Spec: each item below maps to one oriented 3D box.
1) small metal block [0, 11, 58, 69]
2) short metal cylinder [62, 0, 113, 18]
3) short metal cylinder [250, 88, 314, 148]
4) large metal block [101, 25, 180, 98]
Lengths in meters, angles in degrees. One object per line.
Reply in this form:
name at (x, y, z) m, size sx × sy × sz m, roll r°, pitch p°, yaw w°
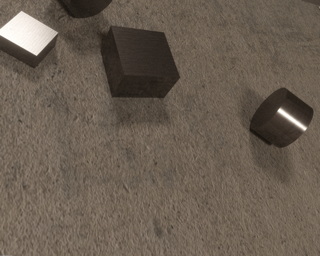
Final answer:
small metal block at (-0.163, -0.109, 0.383) m, size 0.050 × 0.025 × 0.050 m, roll 30°, pitch 52°, yaw -10°
short metal cylinder at (-0.106, -0.204, 0.437) m, size 0.081 × 0.080 × 0.050 m, roll -31°, pitch 79°, yaw -38°
short metal cylinder at (0.187, -0.016, 0.482) m, size 0.050 × 0.080 × 0.080 m, roll 35°, pitch 51°, yaw -5°
large metal block at (-0.029, -0.089, 0.428) m, size 0.081 × 0.050 × 0.080 m, roll -3°, pitch 63°, yaw -30°
